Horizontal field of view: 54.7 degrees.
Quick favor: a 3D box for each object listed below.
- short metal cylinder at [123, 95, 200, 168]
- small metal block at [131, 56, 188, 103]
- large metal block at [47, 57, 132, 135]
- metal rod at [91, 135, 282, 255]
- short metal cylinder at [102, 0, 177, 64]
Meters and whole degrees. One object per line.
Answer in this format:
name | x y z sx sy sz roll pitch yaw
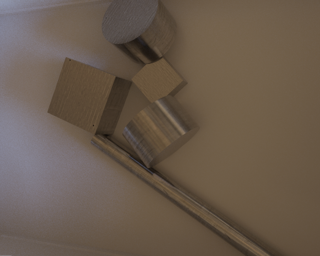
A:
short metal cylinder | 0.002 0.005 0.380 0.080 0.080 0.050 -41 77 15
small metal block | 0.000 -0.062 0.410 0.050 0.025 0.050 -43 77 15
large metal block | -0.096 -0.043 0.430 0.080 0.050 0.080 23 98 18
metal rod | 0.031 0.092 0.398 0.300 0.025 0.025 33 101 16
short metal cylinder | -0.026 -0.129 0.392 0.080 0.050 0.080 -10 67 26
